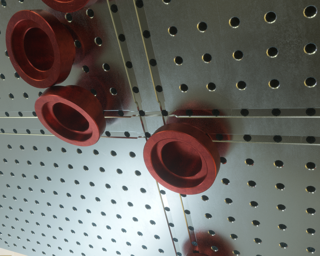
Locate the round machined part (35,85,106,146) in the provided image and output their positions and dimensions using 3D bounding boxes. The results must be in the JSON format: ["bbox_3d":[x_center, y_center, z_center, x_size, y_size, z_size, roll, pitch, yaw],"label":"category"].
[{"bbox_3d":[-0.121,-0.022,0.438,0.098,0.042,0.097,14,139,13],"label":"round machined part"}]

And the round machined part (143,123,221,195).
[{"bbox_3d":[0.031,0.036,0.405,0.098,0.042,0.097,13,124,20],"label":"round machined part"}]

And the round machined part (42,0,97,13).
[{"bbox_3d":[-0.099,-0.181,0.339,0.098,0.042,0.097,13,124,20],"label":"round machined part"}]

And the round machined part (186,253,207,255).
[{"bbox_3d":[0.066,0.250,0.519,0.098,0.042,0.097,13,124,20],"label":"round machined part"}]

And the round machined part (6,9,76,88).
[{"bbox_3d":[-0.151,-0.104,0.407,0.098,0.042,0.097,12,116,26],"label":"round machined part"}]
